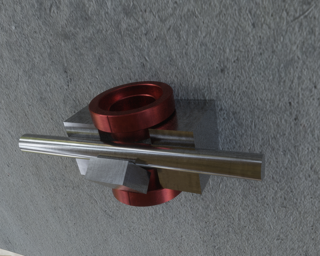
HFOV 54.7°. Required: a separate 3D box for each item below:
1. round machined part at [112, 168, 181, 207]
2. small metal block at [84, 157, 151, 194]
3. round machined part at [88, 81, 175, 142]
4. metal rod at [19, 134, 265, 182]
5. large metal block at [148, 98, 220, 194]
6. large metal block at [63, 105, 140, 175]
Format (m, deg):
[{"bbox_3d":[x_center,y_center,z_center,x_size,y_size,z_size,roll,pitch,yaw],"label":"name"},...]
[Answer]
[{"bbox_3d":[-0.017,0.055,0.404,0.098,0.098,0.042,5,115,26],"label":"round machined part"},{"bbox_3d":[-0.046,0.053,0.344,0.050,0.025,0.050,3,160,29],"label":"small metal block"},{"bbox_3d":[-0.030,-0.018,0.366,0.098,0.098,0.042,4,121,26],"label":"round machined part"},{"bbox_3d":[-0.042,0.028,0.344,0.301,0.025,0.025,3,120,26],"label":"metal rod"},{"bbox_3d":[0.034,0.018,0.366,0.050,0.080,0.079,4,120,26],"label":"large metal block"},{"bbox_3d":[-0.073,0.010,0.418,0.050,0.080,0.079,4,120,26],"label":"large metal block"}]
